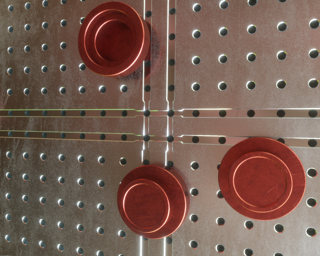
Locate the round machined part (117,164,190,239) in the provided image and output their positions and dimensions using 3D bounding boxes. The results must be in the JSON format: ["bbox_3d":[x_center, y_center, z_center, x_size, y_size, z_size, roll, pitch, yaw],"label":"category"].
[{"bbox_3d":[-0.013,0.098,0.409,0.098,0.042,0.097,0,90,20],"label":"round machined part"}]

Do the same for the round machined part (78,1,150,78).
[{"bbox_3d":[-0.059,-0.117,0.425,0.098,0.042,0.097,0,90,20],"label":"round machined part"}]

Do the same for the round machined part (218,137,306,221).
[{"bbox_3d":[0.117,0.060,0.362,0.098,0.042,0.097,0,90,20],"label":"round machined part"}]
